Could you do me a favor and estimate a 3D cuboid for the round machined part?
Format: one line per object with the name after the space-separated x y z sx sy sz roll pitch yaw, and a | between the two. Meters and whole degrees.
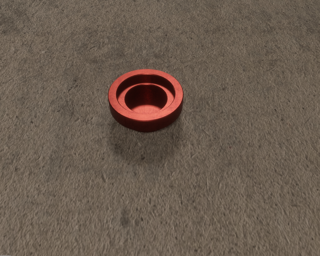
-0.019 -0.032 0.419 0.099 0.042 0.098 0 50 0 | round machined part
